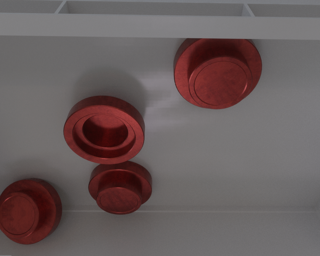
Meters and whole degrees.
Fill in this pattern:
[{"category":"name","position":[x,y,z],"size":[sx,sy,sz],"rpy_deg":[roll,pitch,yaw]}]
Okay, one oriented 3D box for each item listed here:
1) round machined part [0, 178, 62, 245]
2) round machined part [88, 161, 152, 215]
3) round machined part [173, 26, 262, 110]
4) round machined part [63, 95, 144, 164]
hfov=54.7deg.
[{"category":"round machined part","position":[-0.204,0.127,0.468],"size":[0.098,0.042,0.097],"rpy_deg":[0,87,9]},{"category":"round machined part","position":[-0.062,0.098,0.481],"size":[0.099,0.042,0.097],"rpy_deg":[0,130,0]},{"category":"round machined part","position":[0.065,-0.060,0.348],"size":[0.099,0.042,0.097],"rpy_deg":[0,130,0]},{"category":"round machined part","position":[-0.068,-0.002,0.396],"size":[0.099,0.042,0.097],"rpy_deg":[0,130,0]}]
